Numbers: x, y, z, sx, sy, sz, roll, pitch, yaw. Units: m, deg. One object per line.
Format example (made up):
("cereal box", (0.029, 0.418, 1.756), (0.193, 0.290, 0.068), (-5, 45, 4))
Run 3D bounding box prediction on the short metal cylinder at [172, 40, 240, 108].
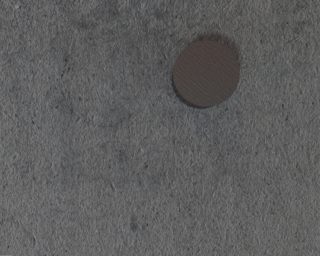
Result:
("short metal cylinder", (0.056, -0.066, 0.398), (0.080, 0.050, 0.080), (0, 90, 0))
